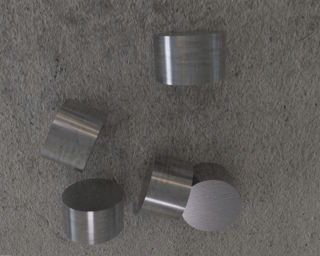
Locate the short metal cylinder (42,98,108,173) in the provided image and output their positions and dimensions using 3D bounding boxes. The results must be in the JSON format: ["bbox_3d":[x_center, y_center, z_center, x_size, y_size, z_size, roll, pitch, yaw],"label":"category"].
[{"bbox_3d":[-0.103,0.009,0.383,0.050,0.080,0.080,23,108,-8],"label":"short metal cylinder"}]

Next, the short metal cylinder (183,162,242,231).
[{"bbox_3d":[0.067,0.095,0.432,0.081,0.050,0.079,0,110,0],"label":"short metal cylinder"}]

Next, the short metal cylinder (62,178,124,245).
[{"bbox_3d":[-0.090,0.110,0.420,0.081,0.080,0.050,3,110,-1],"label":"short metal cylinder"}]

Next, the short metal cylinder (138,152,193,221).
[{"bbox_3d":[0.006,0.077,0.409,0.050,0.080,0.079,16,109,-6],"label":"short metal cylinder"}]

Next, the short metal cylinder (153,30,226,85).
[{"bbox_3d":[0.033,-0.082,0.350,0.080,0.080,0.050,-3,110,1],"label":"short metal cylinder"}]
